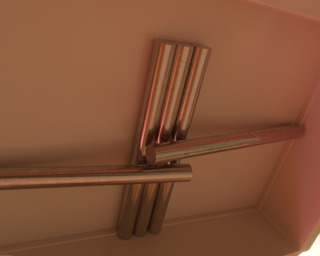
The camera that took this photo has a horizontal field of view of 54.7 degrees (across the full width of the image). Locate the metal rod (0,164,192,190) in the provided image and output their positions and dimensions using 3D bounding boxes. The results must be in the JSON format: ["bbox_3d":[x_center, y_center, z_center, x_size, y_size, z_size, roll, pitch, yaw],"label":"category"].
[{"bbox_3d":[-0.101,0.058,0.368,0.303,0.025,0.025,2,118,-23],"label":"metal rod"}]

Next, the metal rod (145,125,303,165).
[{"bbox_3d":[0.114,0.019,0.461,0.303,0.025,0.025,-6,121,-33],"label":"metal rod"}]

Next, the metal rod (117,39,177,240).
[{"bbox_3d":[-0.024,0.033,0.416,0.025,0.025,0.298,-2,119,-28],"label":"metal rod"}]

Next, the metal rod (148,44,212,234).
[{"bbox_3d":[0.020,0.032,0.440,0.025,0.025,0.298,-2,119,-28],"label":"metal rod"}]

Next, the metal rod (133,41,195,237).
[{"bbox_3d":[-0.002,0.032,0.427,0.025,0.025,0.298,-2,119,-28],"label":"metal rod"}]
